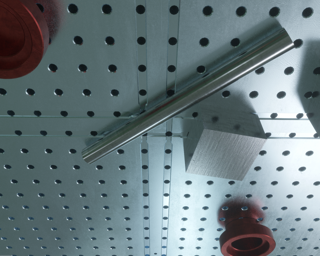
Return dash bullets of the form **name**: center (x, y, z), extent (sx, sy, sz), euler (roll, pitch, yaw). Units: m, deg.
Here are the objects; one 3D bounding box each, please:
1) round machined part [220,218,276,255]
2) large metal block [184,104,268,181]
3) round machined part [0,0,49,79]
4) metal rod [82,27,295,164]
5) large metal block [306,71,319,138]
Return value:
- **round machined part**: center (0.159, 0.204, 0.576), extent (0.099, 0.042, 0.097), euler (0, 130, 0)
- **large metal block**: center (0.082, 0.021, 0.414), extent (0.081, 0.050, 0.079), euler (10, 130, -8)
- **round machined part**: center (-0.162, -0.102, 0.312), extent (0.099, 0.042, 0.097), euler (0, 130, 0)
- **metal rod**: center (0.017, -0.028, 0.387), extent (0.300, 0.025, 0.025), euler (-30, 124, 22)
- **large metal block**: center (0.234, -0.034, 0.369), extent (0.080, 0.050, 0.079), euler (-3, 130, 2)
